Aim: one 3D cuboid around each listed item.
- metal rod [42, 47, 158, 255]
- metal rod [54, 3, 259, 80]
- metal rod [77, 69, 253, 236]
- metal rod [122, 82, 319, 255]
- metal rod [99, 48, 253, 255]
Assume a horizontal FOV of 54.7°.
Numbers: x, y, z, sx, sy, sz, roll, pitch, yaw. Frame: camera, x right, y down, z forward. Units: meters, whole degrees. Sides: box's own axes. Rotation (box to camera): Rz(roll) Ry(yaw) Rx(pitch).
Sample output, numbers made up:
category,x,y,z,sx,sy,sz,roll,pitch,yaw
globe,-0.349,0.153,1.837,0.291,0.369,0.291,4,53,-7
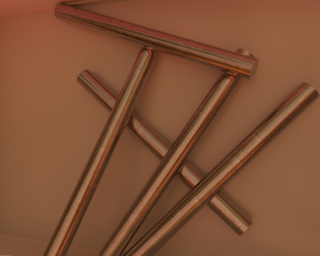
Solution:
category,x,y,z,sx,sy,sz,roll,pitch,yaw
metal rod,-0.074,0.034,0.392,0.025,0.025,0.299,21,81,19
metal rod,-0.022,-0.119,0.401,0.300,0.025,0.025,24,98,24
metal rod,-0.004,0.023,0.411,0.300,0.025,0.025,42,103,15
metal rod,0.065,0.062,0.363,0.300,0.025,0.025,-45,76,5
metal rod,0.020,0.035,0.377,0.025,0.025,0.299,35,91,16
